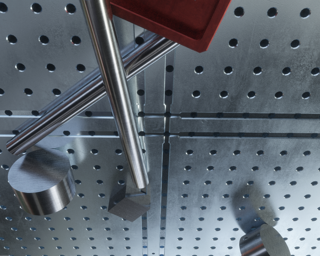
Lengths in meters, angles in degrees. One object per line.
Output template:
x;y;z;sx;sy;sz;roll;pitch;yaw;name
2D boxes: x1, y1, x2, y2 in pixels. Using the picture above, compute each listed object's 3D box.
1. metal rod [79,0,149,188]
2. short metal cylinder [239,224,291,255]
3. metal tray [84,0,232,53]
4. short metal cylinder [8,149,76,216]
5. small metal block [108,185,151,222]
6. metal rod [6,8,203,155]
-0.043;-0.015;0.371;0.025;0.025;0.298;-4;138;3;metal rod
0.194;0.226;0.571;0.080;0.080;0.050;30;124;-23;short metal cylinder
0.000;-0.134;0.272;0.131;0.030;0.089;23;127;-2;metal tray
-0.164;0.075;0.437;0.081;0.080;0.050;0;130;0;short metal cylinder
-0.051;0.128;0.520;0.050;0.025;0.050;32;123;-25;small metal block
-0.082;-0.042;0.374;0.300;0.025;0.025;-30;124;22;metal rod
